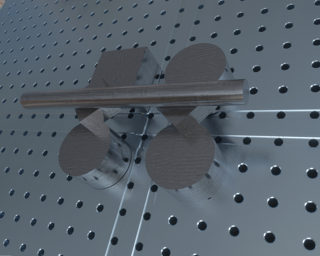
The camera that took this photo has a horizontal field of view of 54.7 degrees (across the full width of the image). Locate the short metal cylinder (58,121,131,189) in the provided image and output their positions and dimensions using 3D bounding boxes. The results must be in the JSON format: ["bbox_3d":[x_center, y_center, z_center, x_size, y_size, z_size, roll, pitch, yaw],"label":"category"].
[{"bbox_3d":[-0.087,0.035,0.415,0.080,0.050,0.080,-13,56,21],"label":"short metal cylinder"}]

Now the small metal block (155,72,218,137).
[{"bbox_3d":[0.027,-0.027,0.347,0.050,0.025,0.050,-42,51,-1],"label":"small metal block"}]

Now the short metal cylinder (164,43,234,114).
[{"bbox_3d":[0.053,-0.063,0.403,0.080,0.050,0.080,-13,56,21],"label":"short metal cylinder"}]

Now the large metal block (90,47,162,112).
[{"bbox_3d":[-0.053,-0.070,0.463,0.080,0.050,0.080,1,62,29],"label":"large metal block"}]

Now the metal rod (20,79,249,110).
[{"bbox_3d":[-0.052,-0.036,0.361,0.300,0.025,0.025,1,62,28],"label":"metal rod"}]

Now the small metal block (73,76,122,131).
[{"bbox_3d":[-0.084,-0.032,0.409,0.050,0.025,0.050,-34,51,5],"label":"small metal block"}]

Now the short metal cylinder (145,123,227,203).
[{"bbox_3d":[0.031,0.039,0.352,0.080,0.050,0.080,-13,56,21],"label":"short metal cylinder"}]
